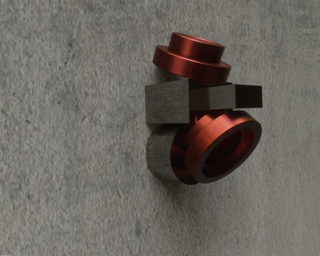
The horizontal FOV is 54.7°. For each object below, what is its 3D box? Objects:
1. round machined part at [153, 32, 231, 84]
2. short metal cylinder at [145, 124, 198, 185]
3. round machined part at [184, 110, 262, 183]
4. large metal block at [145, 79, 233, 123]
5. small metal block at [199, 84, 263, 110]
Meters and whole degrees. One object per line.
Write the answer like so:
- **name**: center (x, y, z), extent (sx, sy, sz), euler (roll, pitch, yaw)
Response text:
- **round machined part**: center (0.043, -0.092, 0.391), extent (0.099, 0.098, 0.042), euler (-3, 117, -40)
- **short metal cylinder**: center (0.027, 0.033, 0.416), extent (0.081, 0.050, 0.079), euler (0, 90, -40)
- **round machined part**: center (0.069, 0.017, 0.369), extent (0.099, 0.042, 0.097), euler (-24, 141, -21)
- **large metal block**: center (0.037, -0.032, 0.403), extent (0.081, 0.080, 0.050), euler (-3, 92, -40)
- **small metal block**: center (0.081, -0.034, 0.355), extent (0.050, 0.050, 0.025), euler (-4, 92, -40)
